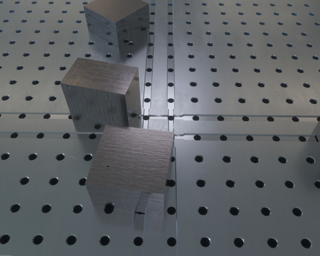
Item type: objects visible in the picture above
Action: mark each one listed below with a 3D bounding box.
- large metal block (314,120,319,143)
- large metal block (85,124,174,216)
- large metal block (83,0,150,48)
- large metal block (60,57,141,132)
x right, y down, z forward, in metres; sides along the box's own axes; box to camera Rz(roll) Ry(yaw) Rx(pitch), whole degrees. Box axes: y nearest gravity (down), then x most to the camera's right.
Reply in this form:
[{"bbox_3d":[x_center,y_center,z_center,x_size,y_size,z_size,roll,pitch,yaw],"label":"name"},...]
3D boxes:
[{"bbox_3d":[0.251,-0.005,0.377,0.080,0.080,0.050,-1,50,-1],"label":"large metal block"},{"bbox_3d":[-0.030,0.046,0.353,0.080,0.050,0.080,7,50,5],"label":"large metal block"},{"bbox_3d":[-0.076,-0.198,0.558,0.080,0.050,0.080,34,58,25],"label":"large metal block"},{"bbox_3d":[-0.072,-0.039,0.404,0.080,0.080,0.050,11,51,9],"label":"large metal block"}]
